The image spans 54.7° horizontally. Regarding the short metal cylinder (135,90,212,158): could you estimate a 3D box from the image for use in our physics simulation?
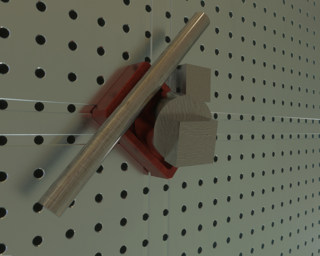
[{"bbox_3d":[0.016,-0.003,0.377,0.081,0.050,0.079,-8,106,-28],"label":"short metal cylinder"}]

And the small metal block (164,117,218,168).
[{"bbox_3d":[0.035,0.014,0.348,0.050,0.025,0.050,-2,103,-29],"label":"small metal block"}]

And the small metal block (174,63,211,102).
[{"bbox_3d":[0.047,-0.063,0.448,0.050,0.025,0.050,1,89,-40],"label":"small metal block"}]

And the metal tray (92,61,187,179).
[{"bbox_3d":[-0.011,-0.007,0.396,0.130,0.030,0.090,48,61,-29],"label":"metal tray"}]

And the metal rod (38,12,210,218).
[{"bbox_3d":[-0.023,-0.035,0.349,0.025,0.025,0.301,51,60,-28],"label":"metal rod"}]
